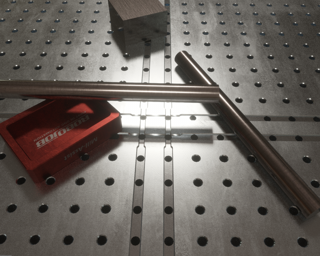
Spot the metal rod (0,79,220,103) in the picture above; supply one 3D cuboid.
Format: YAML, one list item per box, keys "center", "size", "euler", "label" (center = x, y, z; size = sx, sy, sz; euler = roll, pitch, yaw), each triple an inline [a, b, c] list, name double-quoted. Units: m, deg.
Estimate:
- center: [-0.075, -0.048, 0.407]
  size: [0.302, 0.025, 0.025]
  euler: [1, 50, 0]
  label: "metal rod"

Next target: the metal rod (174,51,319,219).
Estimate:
- center: [0.101, -0.012, 0.419]
  size: [0.025, 0.025, 0.300]
  euler: [-21, 53, -17]
  label: "metal rod"

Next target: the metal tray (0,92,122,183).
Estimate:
- center: [-0.127, -0.001, 0.402]
  size: [0.131, 0.030, 0.090]
  euler: [-34, 58, -26]
  label: "metal tray"

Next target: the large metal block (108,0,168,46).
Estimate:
- center: [-0.040, -0.200, 0.559]
  size: [0.081, 0.050, 0.080]
  euler: [-19, 53, -16]
  label: "large metal block"
